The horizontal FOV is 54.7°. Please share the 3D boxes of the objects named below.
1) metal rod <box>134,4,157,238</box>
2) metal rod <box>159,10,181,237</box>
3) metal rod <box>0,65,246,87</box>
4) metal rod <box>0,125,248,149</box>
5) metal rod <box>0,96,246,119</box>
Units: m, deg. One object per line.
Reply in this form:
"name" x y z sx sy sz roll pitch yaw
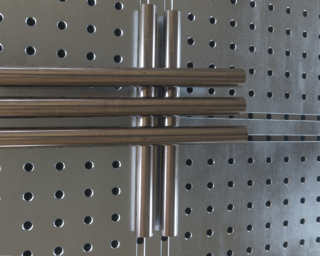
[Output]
"metal rod" -0.019 -0.010 0.407 0.025 0.025 0.298 1 90 -20
"metal rod" 0.014 -0.006 0.419 0.025 0.025 0.298 1 90 -20
"metal rod" -0.040 -0.062 0.376 0.302 0.025 0.025 -2 91 -12
"metal rod" -0.038 0.010 0.377 0.302 0.025 0.025 -1 90 -12
"metal rod" -0.039 -0.026 0.377 0.302 0.025 0.025 -1 91 -12
